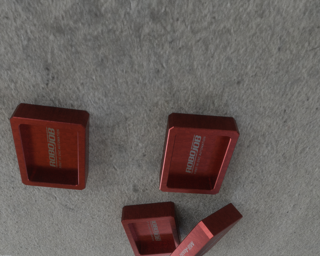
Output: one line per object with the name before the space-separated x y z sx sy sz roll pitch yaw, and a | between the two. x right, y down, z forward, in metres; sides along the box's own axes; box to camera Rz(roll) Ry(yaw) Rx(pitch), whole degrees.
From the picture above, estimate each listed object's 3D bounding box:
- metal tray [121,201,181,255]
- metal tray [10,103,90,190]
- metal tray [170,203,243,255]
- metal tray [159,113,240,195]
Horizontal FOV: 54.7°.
metal tray | -0.012 0.188 0.563 0.090 0.030 0.129 -7 130 5
metal tray | -0.146 0.030 0.427 0.091 0.030 0.129 7 130 -6
metal tray | 0.076 0.190 0.535 0.091 0.030 0.129 -14 144 -42
metal tray | 0.050 0.041 0.439 0.091 0.030 0.129 4 130 -4
